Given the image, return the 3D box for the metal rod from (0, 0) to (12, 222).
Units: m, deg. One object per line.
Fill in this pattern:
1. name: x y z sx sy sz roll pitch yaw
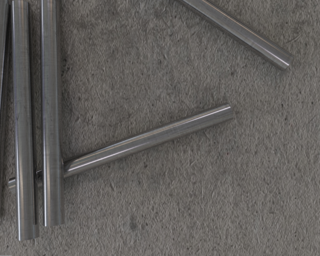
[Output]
1. metal rod: -0.216 -0.025 0.408 0.025 0.025 0.298 3 90 0

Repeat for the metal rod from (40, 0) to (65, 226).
1. metal rod: -0.137 -0.032 0.392 0.025 0.025 0.298 -3 84 0

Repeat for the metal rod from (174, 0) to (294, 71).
1. metal rod: 0.044 -0.168 0.409 0.301 0.025 0.025 33 90 0

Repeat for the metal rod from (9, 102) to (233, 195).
1. metal rod: -0.050 0.027 0.409 0.301 0.025 0.025 -19 90 0

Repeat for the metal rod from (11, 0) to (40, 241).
1. metal rod: -0.171 -0.015 0.391 0.025 0.025 0.298 -5 83 0
